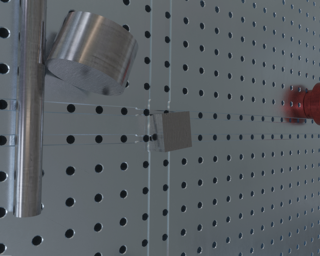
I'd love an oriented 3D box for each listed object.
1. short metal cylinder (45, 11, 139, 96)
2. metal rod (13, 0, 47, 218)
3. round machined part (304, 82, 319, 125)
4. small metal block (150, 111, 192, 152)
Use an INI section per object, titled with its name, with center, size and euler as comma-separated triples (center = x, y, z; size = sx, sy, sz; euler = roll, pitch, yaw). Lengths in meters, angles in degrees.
[short metal cylinder]
center = -0.068, -0.072, 0.317
size = 0.080, 0.080, 0.050
euler = 27, 73, -37
[metal rod]
center = -0.126, -0.066, 0.303
size = 0.025, 0.025, 0.298
euler = 2, 89, -40
[round machined part]
center = 0.363, -0.054, 0.703
size = 0.099, 0.042, 0.097
euler = 0, 90, -40
[small metal block]
center = 0.015, 0.004, 0.423
size = 0.050, 0.025, 0.050
euler = -8, 95, -40
